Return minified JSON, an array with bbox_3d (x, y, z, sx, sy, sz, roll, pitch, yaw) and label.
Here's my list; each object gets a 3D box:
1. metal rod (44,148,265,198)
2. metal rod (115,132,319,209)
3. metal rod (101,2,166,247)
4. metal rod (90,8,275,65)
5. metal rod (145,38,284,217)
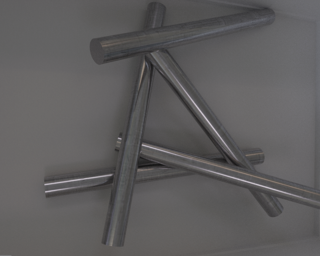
[{"bbox_3d":[0.007,0.056,0.413,0.303,0.025,0.025,-6,92,-20],"label":"metal rod"},{"bbox_3d":[0.091,0.059,0.400,0.302,0.025,0.025,16,84,-3],"label":"metal rod"},{"bbox_3d":[-0.028,-0.015,0.375,0.025,0.025,0.299,14,76,-20],"label":"metal rod"},{"bbox_3d":[0.052,-0.121,0.383,0.302,0.025,0.025,-23,98,-36],"label":"metal rod"},{"bbox_3d":[0.077,0.009,0.407,0.025,0.025,0.300,-44,107,-15],"label":"metal rod"}]
